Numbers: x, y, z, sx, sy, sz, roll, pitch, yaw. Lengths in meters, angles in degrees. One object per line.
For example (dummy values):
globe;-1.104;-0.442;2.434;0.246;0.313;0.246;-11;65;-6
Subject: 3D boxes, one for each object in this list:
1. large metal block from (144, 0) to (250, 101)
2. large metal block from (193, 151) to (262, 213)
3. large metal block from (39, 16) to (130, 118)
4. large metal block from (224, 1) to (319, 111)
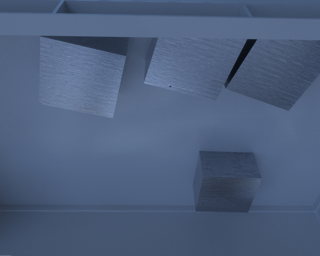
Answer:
large metal block;0.033;-0.083;0.323;0.081;0.050;0.079;13;129;-11
large metal block;0.096;0.081;0.464;0.081;0.050;0.079;2;130;-2
large metal block;-0.082;-0.064;0.337;0.081;0.050;0.079;11;129;-10
large metal block;0.121;-0.074;0.331;0.081;0.050;0.079;17;128;-14
